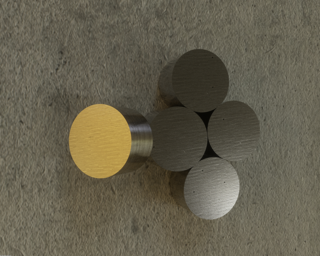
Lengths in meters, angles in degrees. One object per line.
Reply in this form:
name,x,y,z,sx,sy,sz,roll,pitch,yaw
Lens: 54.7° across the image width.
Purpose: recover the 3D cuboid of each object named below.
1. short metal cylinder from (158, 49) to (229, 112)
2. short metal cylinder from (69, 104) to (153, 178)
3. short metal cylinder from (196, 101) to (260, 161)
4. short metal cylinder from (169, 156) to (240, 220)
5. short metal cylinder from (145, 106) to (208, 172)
short metal cylinder,0.044,-0.060,0.413,0.081,0.050,0.080,0,90,-20
short metal cylinder,-0.055,0.014,0.355,0.080,0.050,0.080,-1,89,24
short metal cylinder,0.090,0.004,0.430,0.081,0.050,0.080,0,90,-20
short metal cylinder,0.059,0.077,0.419,0.081,0.050,0.080,0,90,-20
short metal cylinder,0.014,0.013,0.402,0.081,0.050,0.080,0,90,-20
